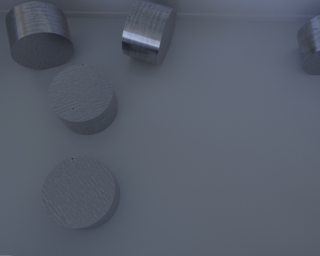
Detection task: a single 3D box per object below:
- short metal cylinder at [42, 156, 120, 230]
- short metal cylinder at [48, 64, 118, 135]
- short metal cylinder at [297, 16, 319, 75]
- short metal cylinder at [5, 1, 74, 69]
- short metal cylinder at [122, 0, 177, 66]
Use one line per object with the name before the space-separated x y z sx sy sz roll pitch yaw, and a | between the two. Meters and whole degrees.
short metal cylinder | -0.090 0.078 0.367 0.081 0.050 0.080 0 70 0
short metal cylinder | -0.099 -0.036 0.408 0.081 0.050 0.080 0 70 0
short metal cylinder | 0.235 -0.114 0.425 0.081 0.080 0.050 0 70 0
short metal cylinder | -0.164 -0.124 0.424 0.081 0.080 0.050 -16 71 -6
short metal cylinder | -0.014 -0.132 0.429 0.050 0.080 0.080 19 71 6
